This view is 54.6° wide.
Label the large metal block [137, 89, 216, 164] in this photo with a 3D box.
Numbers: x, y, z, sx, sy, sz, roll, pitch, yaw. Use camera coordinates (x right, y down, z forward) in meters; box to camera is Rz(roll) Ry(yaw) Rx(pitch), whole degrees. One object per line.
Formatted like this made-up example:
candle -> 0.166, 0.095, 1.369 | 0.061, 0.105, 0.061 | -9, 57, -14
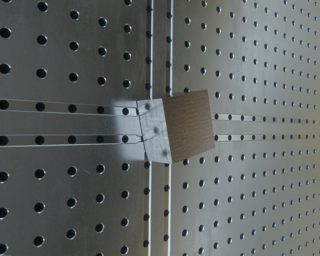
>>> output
large metal block -> 0.023, -0.004, 0.410 | 0.081, 0.050, 0.080 | -16, 100, -39
